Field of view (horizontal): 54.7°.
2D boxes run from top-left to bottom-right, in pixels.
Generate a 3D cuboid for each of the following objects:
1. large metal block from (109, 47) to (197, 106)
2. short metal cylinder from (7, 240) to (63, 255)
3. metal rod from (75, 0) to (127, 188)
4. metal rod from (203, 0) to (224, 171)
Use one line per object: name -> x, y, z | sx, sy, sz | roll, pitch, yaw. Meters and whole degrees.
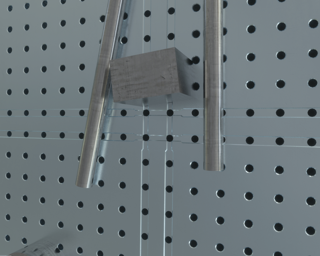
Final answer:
large metal block -> -0.005, -0.059, 0.385 | 0.080, 0.080, 0.050 | -7, 88, 20
short metal cylinder -> -0.191, 0.218, 0.467 | 0.080, 0.050, 0.079 | 0, 90, 20
metal rod -> -0.082, -0.063, 0.441 | 0.025, 0.025, 0.298 | 12, 94, 19
metal rod -> 0.067, -0.097, 0.388 | 0.025, 0.025, 0.298 | 0, 90, 20
